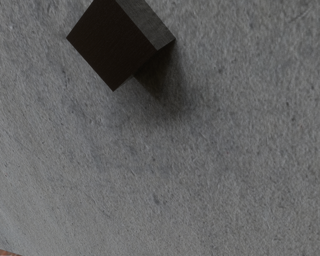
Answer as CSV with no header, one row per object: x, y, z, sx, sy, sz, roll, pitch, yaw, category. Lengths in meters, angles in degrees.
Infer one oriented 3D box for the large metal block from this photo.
-0.044,-0.102,0.350,0.080,0.050,0.080,49,128,-7,large metal block
